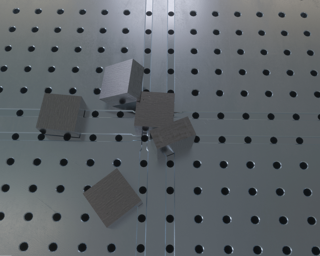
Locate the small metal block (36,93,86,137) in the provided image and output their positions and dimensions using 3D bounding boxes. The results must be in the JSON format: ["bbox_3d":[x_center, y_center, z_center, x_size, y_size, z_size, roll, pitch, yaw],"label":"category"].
[{"bbox_3d":[-0.132,-0.017,0.417,0.050,0.025,0.050,5,70,2],"label":"small metal block"}]

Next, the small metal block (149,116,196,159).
[{"bbox_3d":[0.015,0.014,0.394,0.050,0.050,0.025,-21,72,-7],"label":"small metal block"}]

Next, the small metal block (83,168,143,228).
[{"bbox_3d":[-0.057,0.086,0.380,0.050,0.025,0.050,-37,74,-12],"label":"small metal block"}]

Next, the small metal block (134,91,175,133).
[{"bbox_3d":[-0.007,-0.021,0.419,0.050,0.025,0.050,4,70,1],"label":"small metal block"}]

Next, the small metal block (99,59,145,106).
[{"bbox_3d":[-0.052,-0.061,0.421,0.050,0.025,0.050,-8,66,34],"label":"small metal block"}]
